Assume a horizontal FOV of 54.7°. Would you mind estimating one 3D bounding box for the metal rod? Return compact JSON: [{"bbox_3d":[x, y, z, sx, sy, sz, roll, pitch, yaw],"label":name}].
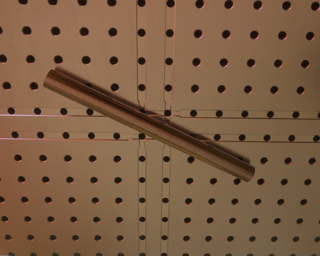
[{"bbox_3d":[-0.007,0.001,0.414,0.301,0.025,0.025,26,108,-10],"label":"metal rod"}]
